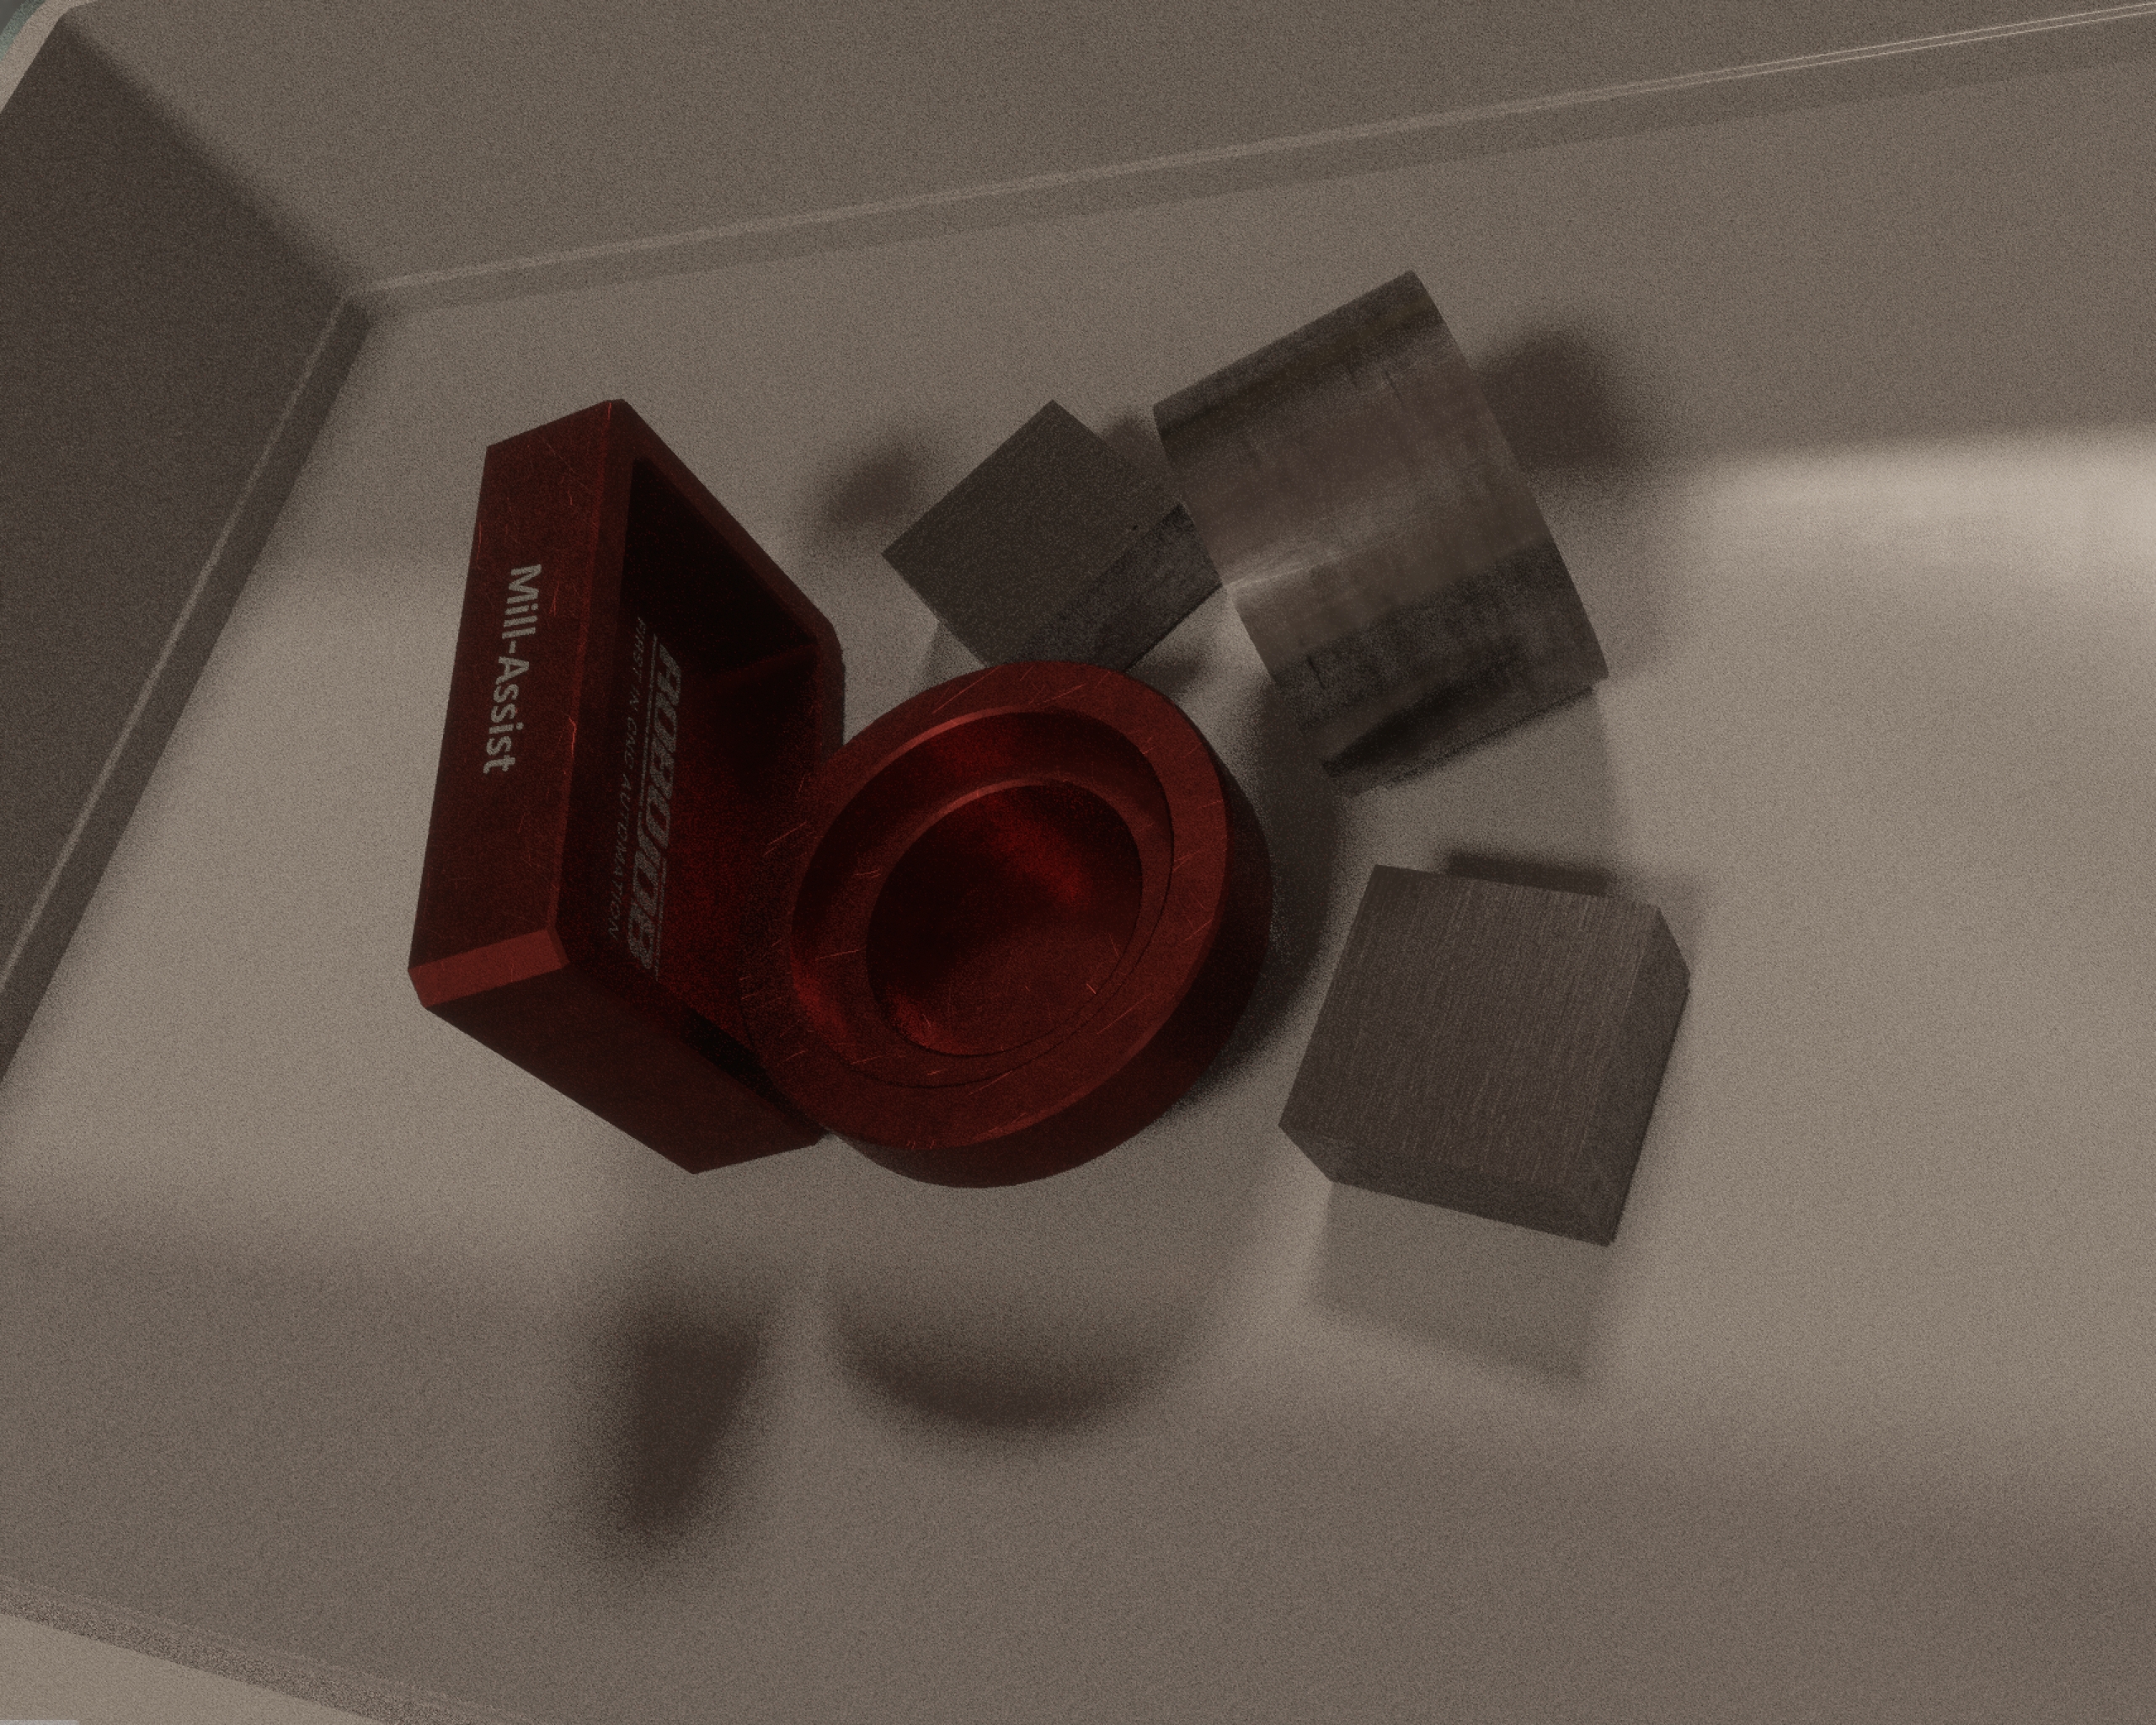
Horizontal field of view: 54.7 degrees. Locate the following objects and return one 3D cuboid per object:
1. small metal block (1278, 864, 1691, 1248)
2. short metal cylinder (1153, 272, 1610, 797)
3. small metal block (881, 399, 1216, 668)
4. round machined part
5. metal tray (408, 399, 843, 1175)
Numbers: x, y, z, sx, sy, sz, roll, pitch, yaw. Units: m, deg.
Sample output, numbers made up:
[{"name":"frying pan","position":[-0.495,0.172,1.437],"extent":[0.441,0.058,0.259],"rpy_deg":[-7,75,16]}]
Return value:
[{"name":"small metal block","position":[0.068,0.031,0.348],"extent":[0.050,0.025,0.050],"rpy_deg":[9,66,33]},{"name":"short metal cylinder","position":[0.054,-0.058,0.375],"extent":[0.050,0.080,0.080],"rpy_deg":[-26,53,12]},{"name":"small metal block","position":[-0.006,-0.064,0.444],"extent":[0.050,0.025,0.050],"rpy_deg":[-42,50,-1]},{"name":"round machined part","position":[-0.010,0.015,0.386],"extent":[0.098,0.042,0.098],"rpy_deg":[-13,56,20]},{"name":"metal tray","position":[-0.083,-0.015,0.413],"extent":[0.030,0.090,0.130],"rpy_deg":[-16,55,20]}]
